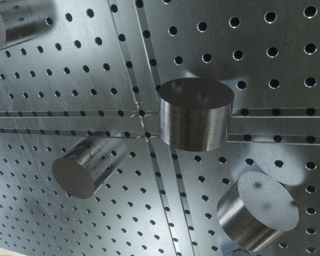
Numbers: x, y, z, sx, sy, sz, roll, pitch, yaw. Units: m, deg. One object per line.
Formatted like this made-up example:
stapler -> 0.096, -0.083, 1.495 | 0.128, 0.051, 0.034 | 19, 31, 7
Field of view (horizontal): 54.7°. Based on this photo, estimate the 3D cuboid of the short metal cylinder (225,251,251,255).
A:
short metal cylinder -> 0.112, 0.231, 0.459 | 0.080, 0.080, 0.050 | 44, 129, -2

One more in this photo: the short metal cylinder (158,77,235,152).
short metal cylinder -> 0.038, -0.017, 0.344 | 0.080, 0.080, 0.050 | 14, 124, 20

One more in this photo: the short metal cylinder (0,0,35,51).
short metal cylinder -> -0.219, -0.148, 0.416 | 0.080, 0.050, 0.079 | 13, 124, 20

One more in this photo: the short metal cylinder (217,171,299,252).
short metal cylinder -> 0.117, 0.100, 0.375 | 0.080, 0.080, 0.050 | 33, 129, 6

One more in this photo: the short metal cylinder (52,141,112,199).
short metal cylinder -> -0.125, 0.067, 0.500 | 0.080, 0.050, 0.079 | 13, 124, 20
